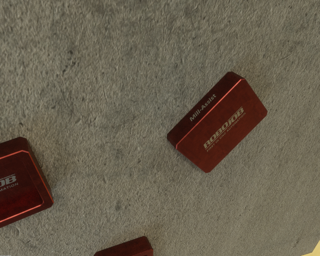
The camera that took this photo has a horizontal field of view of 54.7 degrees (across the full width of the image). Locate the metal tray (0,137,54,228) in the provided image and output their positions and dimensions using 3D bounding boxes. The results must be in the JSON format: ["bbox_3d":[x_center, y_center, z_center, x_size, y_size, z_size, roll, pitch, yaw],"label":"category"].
[{"bbox_3d":[-0.197,0.073,0.340,0.131,0.030,0.089,-21,127,-16],"label":"metal tray"}]

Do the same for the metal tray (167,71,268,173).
[{"bbox_3d":[0.084,-0.005,0.446,0.130,0.030,0.090,-46,129,4],"label":"metal tray"}]

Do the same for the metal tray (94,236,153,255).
[{"bbox_3d":[-0.060,0.250,0.525,0.091,0.030,0.129,-11,123,-22],"label":"metal tray"}]
